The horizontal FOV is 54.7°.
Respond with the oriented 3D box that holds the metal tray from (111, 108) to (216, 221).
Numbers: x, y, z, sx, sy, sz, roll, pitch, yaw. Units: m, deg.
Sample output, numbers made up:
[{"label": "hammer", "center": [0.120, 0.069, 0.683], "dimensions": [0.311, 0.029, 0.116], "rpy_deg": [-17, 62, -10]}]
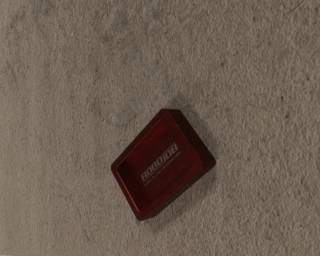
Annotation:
[{"label": "metal tray", "center": [-0.002, 0.048, 0.401], "dimensions": [0.129, 0.030, 0.090], "rpy_deg": [-47, 62, 29]}]
